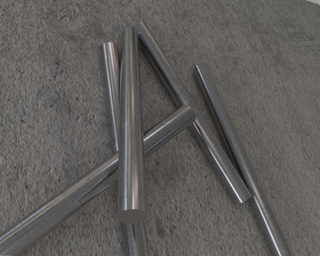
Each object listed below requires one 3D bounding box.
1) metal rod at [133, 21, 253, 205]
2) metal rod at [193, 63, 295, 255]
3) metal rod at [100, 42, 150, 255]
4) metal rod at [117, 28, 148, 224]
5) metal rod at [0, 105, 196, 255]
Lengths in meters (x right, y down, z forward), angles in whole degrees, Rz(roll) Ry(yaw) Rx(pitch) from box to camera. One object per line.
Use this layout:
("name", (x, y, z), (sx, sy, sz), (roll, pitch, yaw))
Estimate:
("metal rod", (0.038, -0.031, 0.442), (0.025, 0.025, 0.299), (-19, 72, -35))
("metal rod", (0.111, 0.035, 0.441), (0.025, 0.025, 0.299), (-6, 65, -31))
("metal rod", (-0.045, 0.020, 0.366), (0.025, 0.025, 0.299), (3, 60, -27))
("metal rod", (-0.034, -0.033, 0.360), (0.025, 0.025, 0.300), (15, 42, -20))
("metal rod", (-0.070, 0.058, 0.306), (0.302, 0.025, 0.025), (-36, 82, -31))
